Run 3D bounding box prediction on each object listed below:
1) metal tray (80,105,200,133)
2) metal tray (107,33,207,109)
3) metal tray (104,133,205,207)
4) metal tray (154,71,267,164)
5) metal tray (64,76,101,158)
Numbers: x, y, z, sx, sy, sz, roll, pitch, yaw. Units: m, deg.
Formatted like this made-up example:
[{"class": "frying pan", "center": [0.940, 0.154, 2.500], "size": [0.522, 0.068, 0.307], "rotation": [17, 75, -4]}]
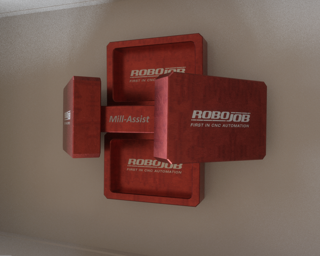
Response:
[{"class": "metal tray", "center": [-0.019, -0.010, 0.381], "size": [0.130, 0.090, 0.030], "rotation": [1, 90, 19]}, {"class": "metal tray", "center": [-0.005, -0.070, 0.408], "size": [0.130, 0.030, 0.089], "rotation": [0, 90, 19]}, {"class": "metal tray", "center": [-0.009, 0.050, 0.407], "size": [0.130, 0.030, 0.089], "rotation": [1, 90, 19]}, {"class": "metal tray", "center": [0.059, -0.009, 0.339], "size": [0.030, 0.131, 0.089], "rotation": [1, 90, 62]}, {"class": "metal tray", "center": [-0.103, -0.012, 0.396], "size": [0.030, 0.130, 0.089], "rotation": [1, 90, -22]}]
